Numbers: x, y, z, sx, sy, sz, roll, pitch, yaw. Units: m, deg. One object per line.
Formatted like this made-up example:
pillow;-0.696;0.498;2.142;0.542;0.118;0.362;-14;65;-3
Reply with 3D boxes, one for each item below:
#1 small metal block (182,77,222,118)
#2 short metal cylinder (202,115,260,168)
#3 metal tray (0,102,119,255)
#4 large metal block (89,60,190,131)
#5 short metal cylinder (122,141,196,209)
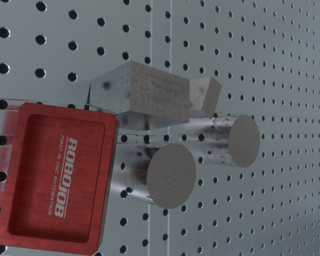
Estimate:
small metal block;0.055;-0.042;0.439;0.025;0.050;0.050;30;72;-36
short metal cylinder;0.113;0.020;0.488;0.081;0.050;0.079;0;90;-40
metal tray;-0.093;0.046;0.295;0.091;0.030;0.129;8;84;-2
large metal block;-0.024;-0.031;0.350;0.081;0.080;0.050;10;76;-40
short metal cylinder;0.000;0.058;0.393;0.081;0.050;0.079;0;90;-40
